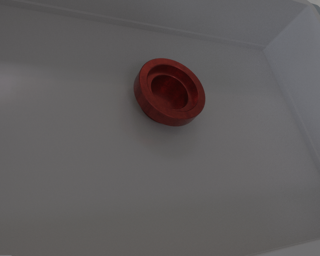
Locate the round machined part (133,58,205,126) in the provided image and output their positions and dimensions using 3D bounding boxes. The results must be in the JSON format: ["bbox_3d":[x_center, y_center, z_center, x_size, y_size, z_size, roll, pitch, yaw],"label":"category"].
[{"bbox_3d":[0.010,-0.045,0.426,0.099,0.042,0.098,13,56,-21],"label":"round machined part"}]
